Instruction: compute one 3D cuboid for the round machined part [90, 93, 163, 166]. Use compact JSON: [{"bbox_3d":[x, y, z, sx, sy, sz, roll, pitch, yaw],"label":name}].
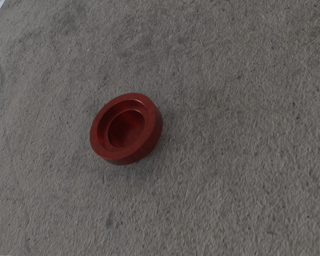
[{"bbox_3d":[-0.041,0.005,0.412,0.098,0.042,0.098,-13,56,21],"label":"round machined part"}]
